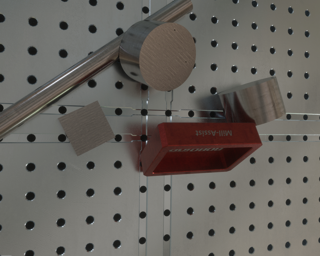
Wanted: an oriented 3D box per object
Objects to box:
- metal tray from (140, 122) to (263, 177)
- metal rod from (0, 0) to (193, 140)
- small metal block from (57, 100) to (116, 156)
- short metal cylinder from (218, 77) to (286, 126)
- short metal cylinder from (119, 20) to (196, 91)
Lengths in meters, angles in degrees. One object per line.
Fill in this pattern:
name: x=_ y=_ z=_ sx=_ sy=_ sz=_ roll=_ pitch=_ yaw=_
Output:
metal tray: x=0.050 y=0.028 z=0.394 sx=0.131 sy=0.090 sz=0.030 roll=0 pitch=60 yaw=-20
metal rod: x=-0.077 y=-0.082 z=0.383 sx=0.301 sy=0.025 sz=0.025 roll=-38 pitch=103 yaw=-16
small metal block: x=-0.090 y=0.000 z=0.379 sx=0.050 sy=0.025 sz=0.050 roll=-28 pitch=99 yaw=-18
short metal cylinder: x=0.127 y=-0.035 z=0.430 sx=0.081 sy=0.080 sz=0.050 roll=-21 pitch=97 yaw=-19
short metal cylinder: x=-0.003 y=-0.090 z=0.383 sx=0.081 sy=0.050 sz=0.079 roll=-15 pitch=118 yaw=-30
